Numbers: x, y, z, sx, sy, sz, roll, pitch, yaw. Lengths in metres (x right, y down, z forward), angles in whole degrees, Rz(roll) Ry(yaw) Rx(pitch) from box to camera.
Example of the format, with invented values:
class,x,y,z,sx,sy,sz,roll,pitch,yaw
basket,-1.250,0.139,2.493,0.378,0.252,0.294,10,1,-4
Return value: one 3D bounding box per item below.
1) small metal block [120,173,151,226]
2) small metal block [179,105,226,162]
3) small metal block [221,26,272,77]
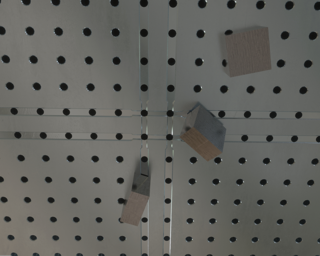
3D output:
class,x,y,z,sx,sy,sz,roll,pitch,yaw
small metal block,-0.034,0.100,0.436,0.025,0.050,0.050,19,109,-7
small metal block,0.057,0.006,0.400,0.050,0.050,0.025,41,127,-14
small metal block,0.105,-0.093,0.380,0.050,0.025,0.050,-11,110,4
